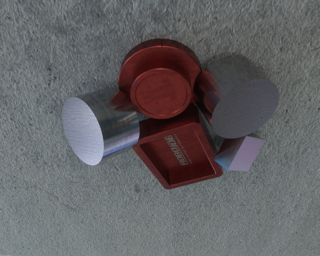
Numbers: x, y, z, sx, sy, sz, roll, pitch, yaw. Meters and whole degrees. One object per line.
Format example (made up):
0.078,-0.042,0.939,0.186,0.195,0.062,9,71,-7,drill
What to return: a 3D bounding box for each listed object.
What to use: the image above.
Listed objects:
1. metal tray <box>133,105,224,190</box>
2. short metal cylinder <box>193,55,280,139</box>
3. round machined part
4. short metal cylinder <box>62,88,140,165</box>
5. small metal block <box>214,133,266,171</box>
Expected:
0.026,0.032,0.418,0.090,0.030,0.130,-17,138,14,metal tray
0.085,-0.034,0.350,0.081,0.050,0.079,-12,134,-13,short metal cylinder
0.001,-0.049,0.357,0.099,0.042,0.097,0,130,0,round machined part
-0.070,-0.003,0.361,0.050,0.080,0.079,-23,146,-41,short metal cylinder
0.106,0.029,0.411,0.050,0.025,0.050,11,110,-44,small metal block
